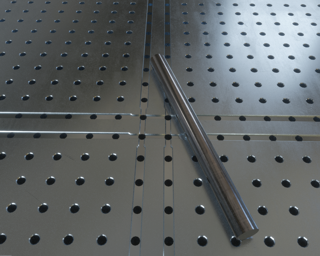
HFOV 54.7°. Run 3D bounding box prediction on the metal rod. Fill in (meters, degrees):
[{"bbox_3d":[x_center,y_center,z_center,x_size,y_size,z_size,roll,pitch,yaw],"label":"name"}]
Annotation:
[{"bbox_3d":[0.043,0.000,0.408,0.025,0.025,0.299,-14,52,-12],"label":"metal rod"}]
